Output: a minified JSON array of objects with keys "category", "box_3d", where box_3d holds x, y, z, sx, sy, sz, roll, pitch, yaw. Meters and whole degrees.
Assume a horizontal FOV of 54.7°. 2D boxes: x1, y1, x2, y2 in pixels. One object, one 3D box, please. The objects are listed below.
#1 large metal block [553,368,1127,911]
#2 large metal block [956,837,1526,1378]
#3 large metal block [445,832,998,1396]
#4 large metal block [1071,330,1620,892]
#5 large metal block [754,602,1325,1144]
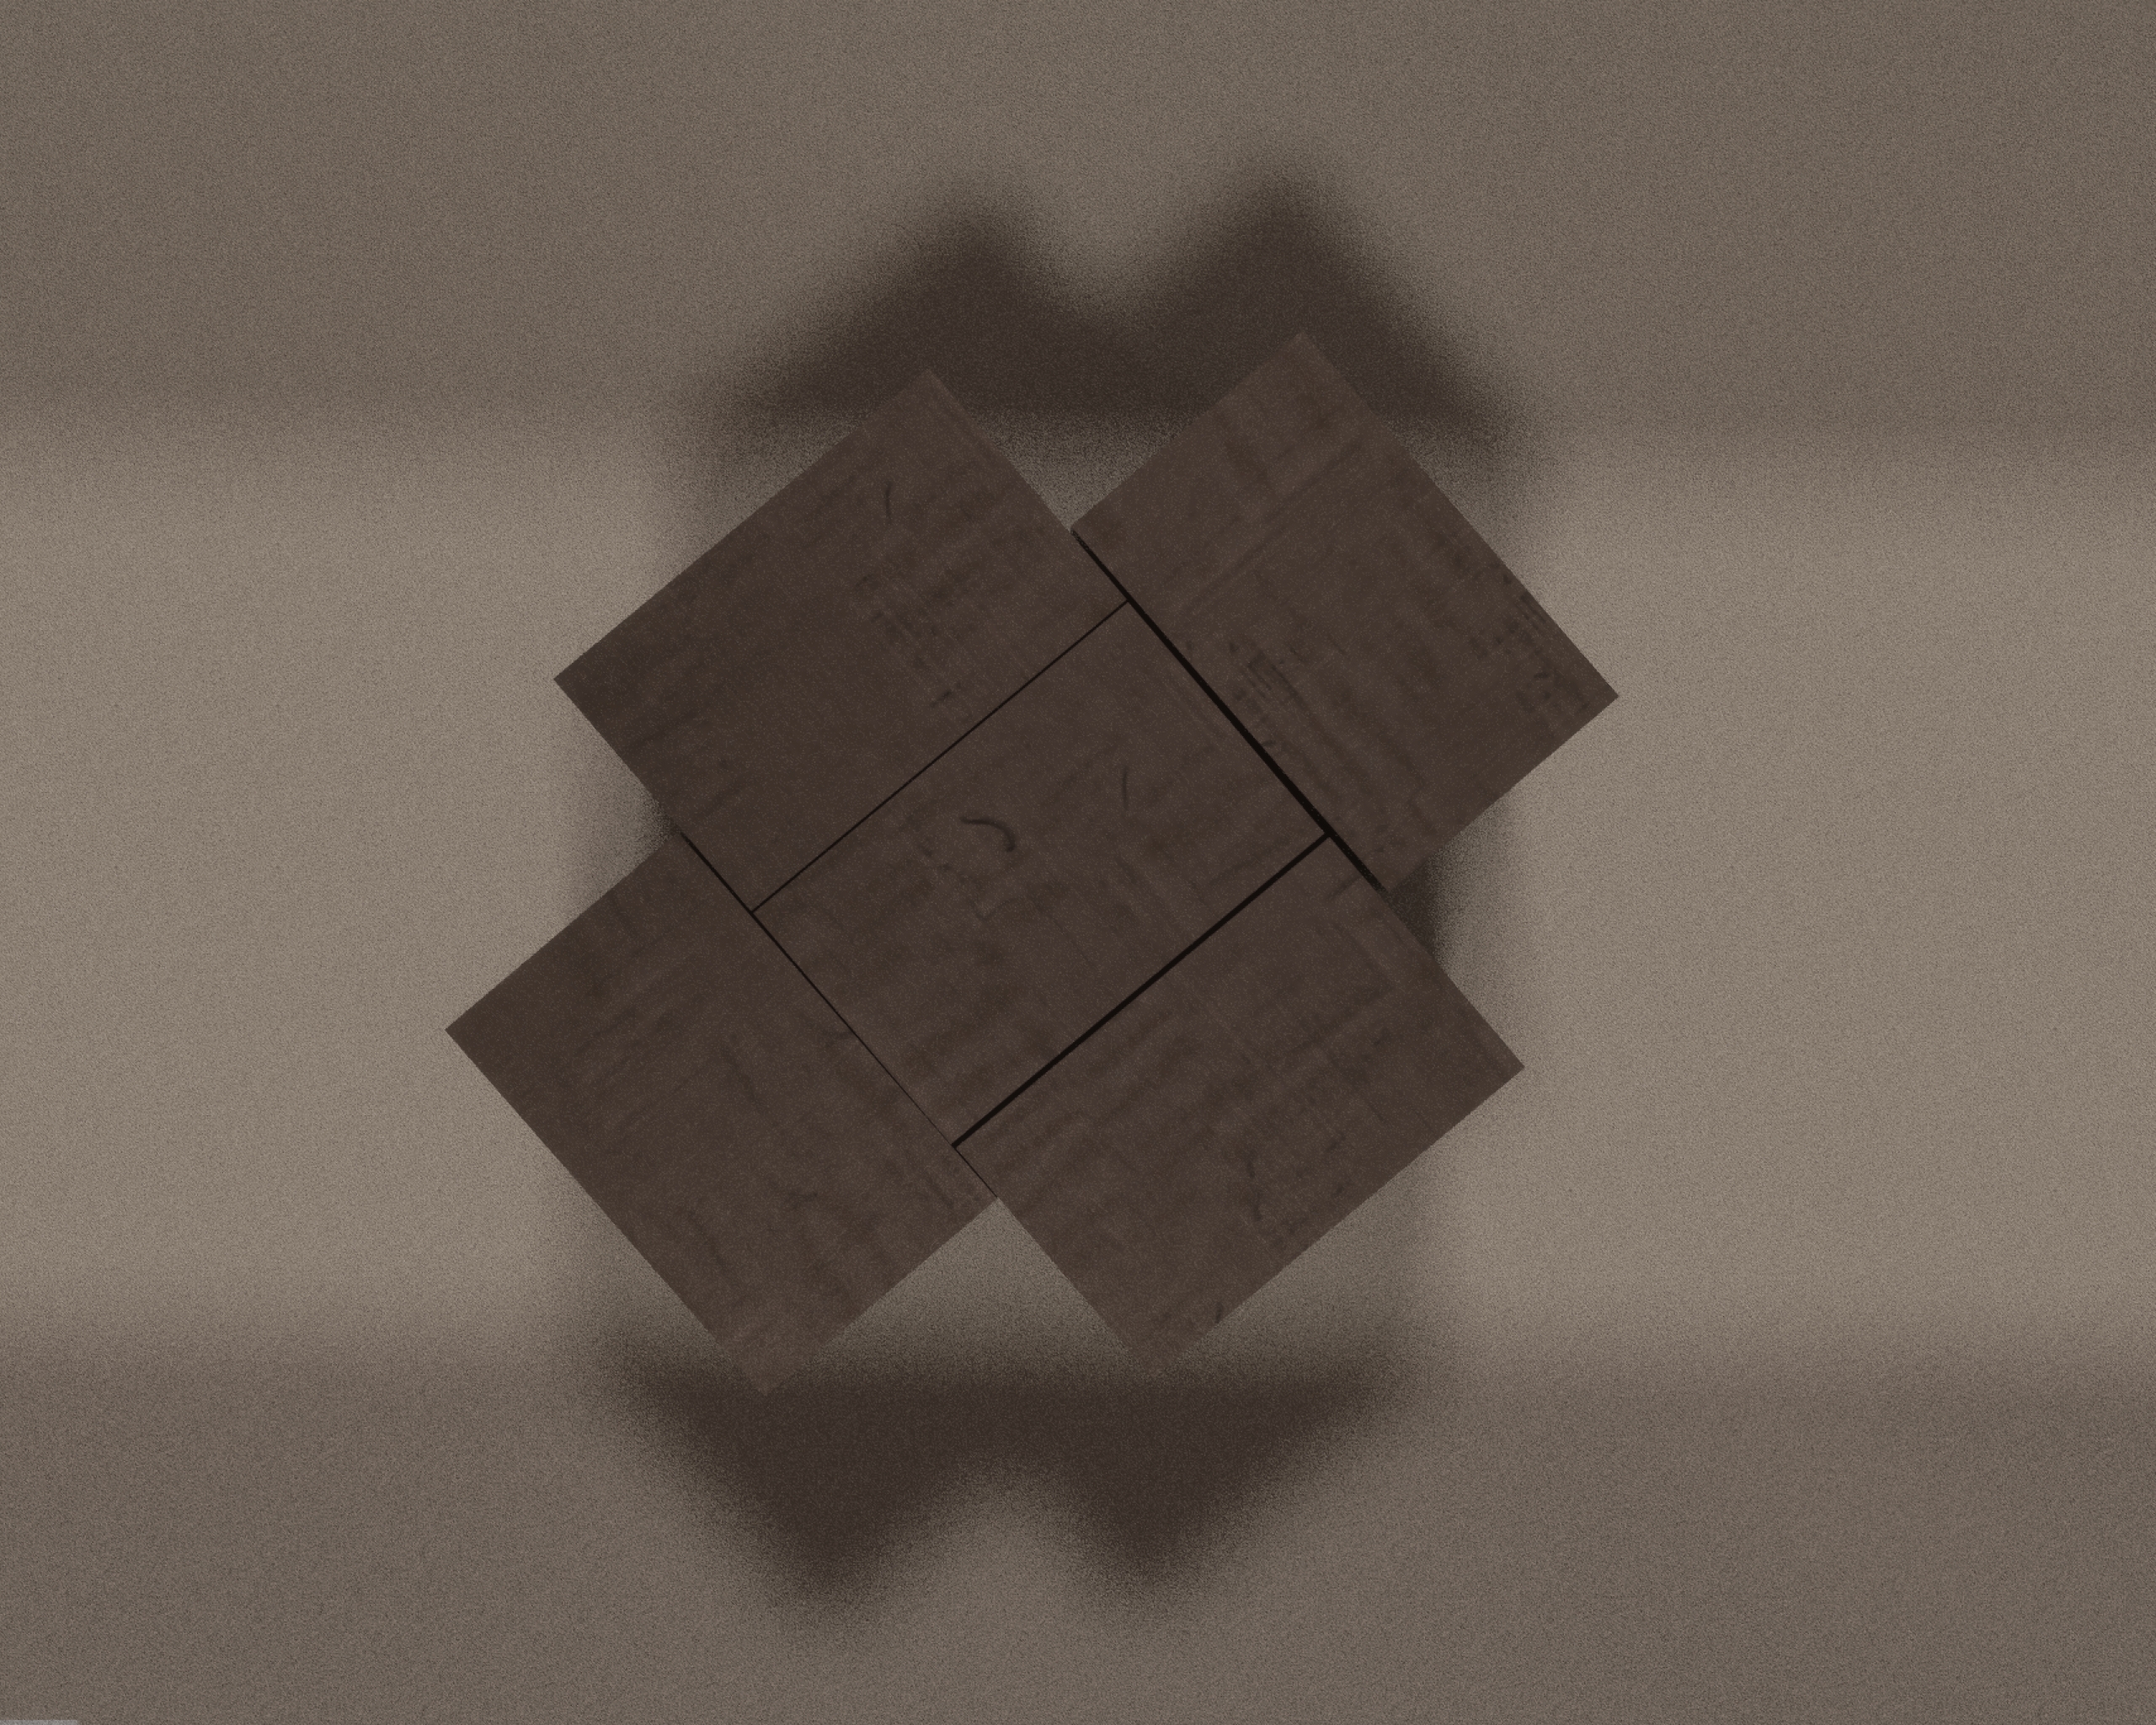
[{"category":"large metal block","box_3d":[-0.039,-0.037,0.382,0.080,0.080,0.050,-40,90,0]},{"category":"large metal block","box_3d":[0.027,0.040,0.384,0.080,0.080,0.050,-40,90,0]},{"category":"large metal block","box_3d":[-0.059,0.041,0.382,0.050,0.080,0.080,-41,91,0]},{"category":"large metal block","box_3d":[0.044,-0.042,0.384,0.050,0.080,0.080,-41,91,0]},{"category":"large metal block","box_3d":[-0.006,0.001,0.383,0.080,0.080,0.050,-40,90,0]}]
